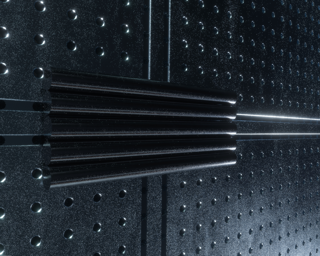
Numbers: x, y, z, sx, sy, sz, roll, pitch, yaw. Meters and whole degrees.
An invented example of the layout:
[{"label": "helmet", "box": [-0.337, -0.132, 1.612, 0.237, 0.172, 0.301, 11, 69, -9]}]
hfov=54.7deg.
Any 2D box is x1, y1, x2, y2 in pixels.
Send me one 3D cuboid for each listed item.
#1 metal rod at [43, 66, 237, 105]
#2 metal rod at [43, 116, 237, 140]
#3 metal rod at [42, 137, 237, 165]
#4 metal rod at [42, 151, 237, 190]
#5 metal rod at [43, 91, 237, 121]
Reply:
[{"label": "metal rod", "box": [0.001, -0.050, 0.412, 0.302, 0.025, 0.025, 0, 90, -40]}, {"label": "metal rod", "box": [0.001, 0.001, 0.412, 0.302, 0.025, 0.025, 0, 90, -40]}, {"label": "metal rod", "box": [0.001, 0.026, 0.411, 0.302, 0.025, 0.025, 0, 90, -40]}, {"label": "metal rod", "box": [0.000, 0.050, 0.411, 0.302, 0.025, 0.025, 0, 90, -40]}, {"label": "metal rod", "box": [0.001, -0.025, 0.412, 0.302, 0.025, 0.025, 0, 90, -40]}]
